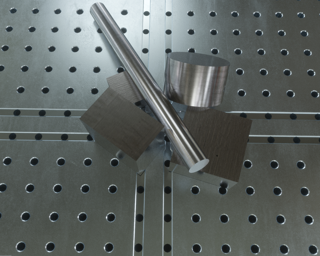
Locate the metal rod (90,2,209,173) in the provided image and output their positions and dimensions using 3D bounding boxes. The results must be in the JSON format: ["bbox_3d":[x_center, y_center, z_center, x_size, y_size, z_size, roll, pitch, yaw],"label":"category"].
[{"bbox_3d":[-0.027,-0.071,0.405,0.025,0.025,0.299,-26,61,-10],"label":"metal rod"}]

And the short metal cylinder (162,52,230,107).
[{"bbox_3d":[0.045,-0.065,0.400,0.080,0.080,0.050,8,114,2],"label":"short metal cylinder"}]

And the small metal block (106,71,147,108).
[{"bbox_3d":[-0.040,-0.052,0.431,0.050,0.025,0.050,-23,72,-9],"label":"small metal block"}]

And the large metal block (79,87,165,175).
[{"bbox_3d":[-0.042,0.007,0.379,0.080,0.080,0.050,35,74,11],"label":"large metal block"}]

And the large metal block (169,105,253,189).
[{"bbox_3d":[0.062,0.023,0.390,0.080,0.050,0.080,17,71,5],"label":"large metal block"}]
